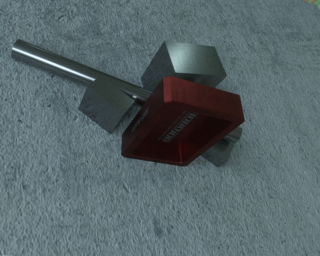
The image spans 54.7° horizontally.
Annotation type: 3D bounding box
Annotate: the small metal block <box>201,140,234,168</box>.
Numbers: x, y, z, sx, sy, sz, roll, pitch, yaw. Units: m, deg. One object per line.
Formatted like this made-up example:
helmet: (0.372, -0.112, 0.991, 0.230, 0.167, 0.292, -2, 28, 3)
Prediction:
small metal block: (0.075, 0.019, 0.437, 0.050, 0.025, 0.050, 36, 51, -5)

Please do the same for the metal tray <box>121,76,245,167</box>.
metal tray: (0.019, 0.001, 0.350, 0.091, 0.129, 0.030, 12, 57, -22)

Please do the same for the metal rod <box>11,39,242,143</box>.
metal rod: (-0.033, -0.043, 0.397, 0.302, 0.025, 0.025, 20, 54, -10)

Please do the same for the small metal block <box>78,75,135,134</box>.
small metal block: (-0.065, -0.027, 0.371, 0.050, 0.050, 0.025, 38, 51, -3)

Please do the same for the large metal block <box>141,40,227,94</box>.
large metal block: (0.030, -0.071, 0.430, 0.081, 0.080, 0.050, -2, 63, -30)
